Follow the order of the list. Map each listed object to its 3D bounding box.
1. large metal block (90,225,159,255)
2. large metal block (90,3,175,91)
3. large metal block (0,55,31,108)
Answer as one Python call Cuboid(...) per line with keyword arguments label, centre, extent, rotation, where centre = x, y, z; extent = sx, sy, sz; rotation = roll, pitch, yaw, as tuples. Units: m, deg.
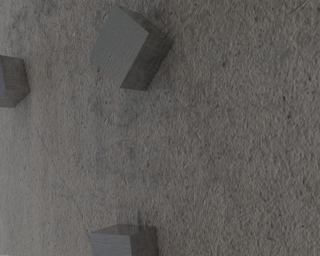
Cuboid(label="large metal block", centre=(-0.047, 0.181, 0.428), extent=(0.080, 0.050, 0.080), rotation=(-12, 82, 39))
Cuboid(label="large metal block", centre=(-0.040, -0.108, 0.422), extent=(0.080, 0.050, 0.080), rotation=(48, 118, 29))
Cuboid(label="large metal block", centre=(-0.326, -0.096, 0.658), extent=(0.080, 0.050, 0.080), rotation=(-28, 73, 36))
